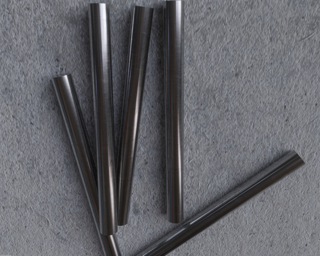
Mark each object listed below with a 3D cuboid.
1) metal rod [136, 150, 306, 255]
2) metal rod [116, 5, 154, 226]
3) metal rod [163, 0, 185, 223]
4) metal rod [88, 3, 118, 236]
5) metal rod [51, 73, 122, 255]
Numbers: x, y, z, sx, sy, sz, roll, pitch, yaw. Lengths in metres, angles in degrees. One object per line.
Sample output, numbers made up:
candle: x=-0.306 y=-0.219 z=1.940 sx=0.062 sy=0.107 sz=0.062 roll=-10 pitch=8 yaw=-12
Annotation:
metal rod: x=0.076 y=0.129 z=0.457 sx=0.300 sy=0.025 sz=0.025 roll=-38 pitch=106 yaw=12
metal rod: x=-0.039 y=-0.001 z=0.408 sx=0.025 sy=0.025 sz=0.298 roll=7 pitch=110 yaw=-3
metal rod: x=0.019 y=-0.006 z=0.407 sx=0.025 sy=0.025 sz=0.298 roll=-1 pitch=110 yaw=0
metal rod: x=-0.071 y=0.001 z=0.397 sx=0.025 sy=0.025 sz=0.298 roll=0 pitch=106 yaw=0
metal rod: x=-0.097 y=0.072 z=0.435 sx=0.025 sy=0.025 sz=0.298 roll=-10 pitch=110 yaw=3
